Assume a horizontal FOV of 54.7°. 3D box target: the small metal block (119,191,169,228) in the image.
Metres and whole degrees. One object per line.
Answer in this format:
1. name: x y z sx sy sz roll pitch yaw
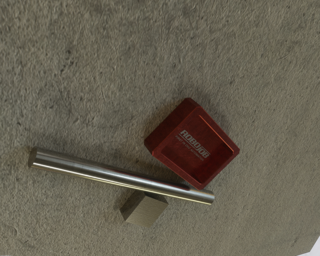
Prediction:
1. small metal block: -0.024 0.120 0.470 0.050 0.025 0.050 31 101 -38

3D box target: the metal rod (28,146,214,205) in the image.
1. metal rod: -0.030 0.076 0.438 0.302 0.025 0.025 21 107 -36

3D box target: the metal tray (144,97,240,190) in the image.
1. metal tray: 0.051 0.028 0.450 0.090 0.030 0.130 -46 130 3
